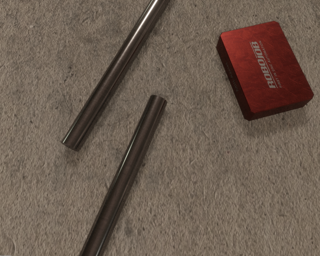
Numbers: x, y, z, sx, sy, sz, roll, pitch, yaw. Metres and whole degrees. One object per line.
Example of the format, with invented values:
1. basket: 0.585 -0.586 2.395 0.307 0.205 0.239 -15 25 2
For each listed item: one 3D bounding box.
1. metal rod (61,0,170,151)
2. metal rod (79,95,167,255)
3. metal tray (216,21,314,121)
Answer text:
1. metal rod: -0.050 -0.102 0.444 0.025 0.025 0.300 25 72 8
2. metal rod: -0.057 0.093 0.373 0.025 0.025 0.300 20 71 7
3. metal tray: 0.144 -0.083 0.437 0.091 0.030 0.130 -14 71 -6
